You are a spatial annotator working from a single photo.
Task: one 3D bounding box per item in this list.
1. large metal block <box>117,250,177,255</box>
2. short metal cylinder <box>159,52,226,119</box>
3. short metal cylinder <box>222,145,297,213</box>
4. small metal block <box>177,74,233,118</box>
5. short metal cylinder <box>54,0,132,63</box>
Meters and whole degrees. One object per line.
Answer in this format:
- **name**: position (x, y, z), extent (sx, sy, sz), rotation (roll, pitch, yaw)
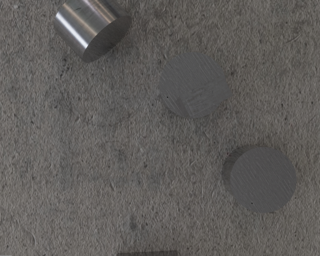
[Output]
- **large metal block**: position (-0.015, 0.209, 0.397), extent (0.081, 0.050, 0.080), rotation (-3, 90, 0)
- **short metal cylinder**: position (0.040, -0.052, 0.398), extent (0.081, 0.050, 0.079), rotation (0, 90, 0)
- **short metal cylinder**: position (0.125, 0.063, 0.398), extent (0.081, 0.050, 0.079), rotation (0, 90, 0)
- **small metal block**: position (0.048, -0.034, 0.348), extent (0.050, 0.050, 0.025), rotation (-27, 90, 0)
- **short metal cylinder**: position (-0.081, -0.127, 0.382), extent (0.080, 0.080, 0.050), rotation (-42, 90, 0)
